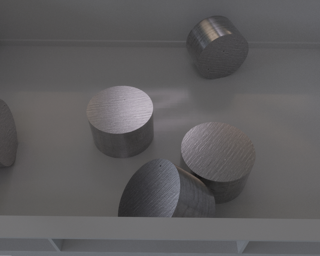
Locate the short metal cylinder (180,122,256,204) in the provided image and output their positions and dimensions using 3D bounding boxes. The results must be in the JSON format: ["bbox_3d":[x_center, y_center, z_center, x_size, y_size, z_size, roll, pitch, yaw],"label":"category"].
[{"bbox_3d":[0.063,0.039,0.356,0.081,0.050,0.080,0,50,0],"label":"short metal cylinder"}]

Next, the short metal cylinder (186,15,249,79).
[{"bbox_3d":[0.086,-0.122,0.472,0.081,0.080,0.050,-13,51,-11],"label":"short metal cylinder"}]

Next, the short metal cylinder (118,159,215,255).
[{"bbox_3d":[0.005,0.076,0.298,0.080,0.050,0.080,-31,41,32],"label":"short metal cylinder"}]

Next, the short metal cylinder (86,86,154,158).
[{"bbox_3d":[-0.049,-0.008,0.395,0.080,0.050,0.080,0,50,0],"label":"short metal cylinder"}]

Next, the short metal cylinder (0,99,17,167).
[{"bbox_3d":[-0.207,0.009,0.361,0.050,0.080,0.080,-8,51,-6],"label":"short metal cylinder"}]
